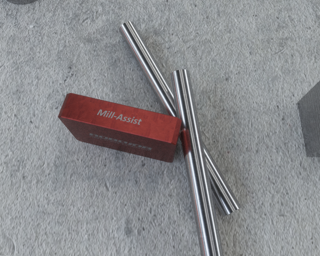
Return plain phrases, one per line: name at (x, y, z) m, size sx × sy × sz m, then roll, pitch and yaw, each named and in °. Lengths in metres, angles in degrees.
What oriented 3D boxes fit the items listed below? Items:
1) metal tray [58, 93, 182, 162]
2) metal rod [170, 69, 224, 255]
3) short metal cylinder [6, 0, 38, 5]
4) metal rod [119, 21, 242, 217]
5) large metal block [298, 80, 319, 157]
metal tray at (-0.043, 0.003, 0.371) m, size 0.131 × 0.090 × 0.030 m, roll 13°, pitch 71°, yaw 4°
metal rod at (0.048, 0.074, 0.362) m, size 0.025 × 0.025 × 0.299 m, roll -8°, pitch 77°, yaw -3°
short metal cylinder at (-0.220, -0.241, 0.480) m, size 0.081 × 0.050 × 0.080 m, roll 0°, pitch 70°, yaw 0°
metal rod at (0.019, -0.024, 0.417) m, size 0.025 × 0.025 × 0.299 m, roll -26°, pitch 72°, yaw -9°
large metal block at (0.220, -0.012, 0.386) m, size 0.050 × 0.080 × 0.080 m, roll 0°, pitch 70°, yaw 0°
